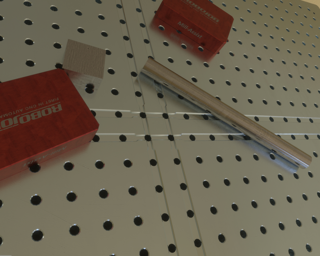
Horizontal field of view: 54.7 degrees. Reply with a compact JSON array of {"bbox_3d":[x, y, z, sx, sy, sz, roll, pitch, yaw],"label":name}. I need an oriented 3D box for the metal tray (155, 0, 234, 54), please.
[{"bbox_3d":[0.066,-0.203,0.564,0.130,0.030,0.090,30,52,-9],"label":"metal tray"}]

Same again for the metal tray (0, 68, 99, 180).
[{"bbox_3d":[-0.144,-0.007,0.331,0.131,0.030,0.090,-26,76,-37],"label":"metal tray"}]

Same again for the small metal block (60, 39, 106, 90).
[{"bbox_3d":[-0.100,-0.083,0.404,0.050,0.025,0.050,13,56,-21],"label":"small metal block"}]

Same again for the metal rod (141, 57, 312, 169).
[{"bbox_3d":[0.107,-0.019,0.476,0.301,0.025,0.025,30,52,-9],"label":"metal rod"}]
